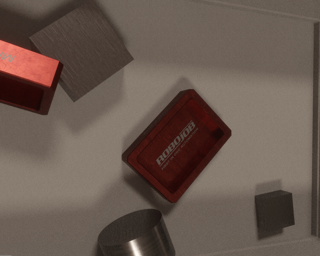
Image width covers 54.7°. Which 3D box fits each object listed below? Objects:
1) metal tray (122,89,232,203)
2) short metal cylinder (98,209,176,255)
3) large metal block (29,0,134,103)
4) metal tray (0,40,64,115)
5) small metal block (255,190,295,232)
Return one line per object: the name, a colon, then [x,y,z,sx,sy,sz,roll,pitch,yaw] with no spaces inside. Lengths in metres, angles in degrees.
metal tray: [0.025,0.023,0.418,0.090,0.030,0.130,46,76,-15]
short metal cylinder: [-0.028,0.140,0.372,0.081,0.080,0.050,-22,98,-19]
large metal block: [-0.092,-0.087,0.364,0.080,0.050,0.080,-40,103,-16]
metal tray: [-0.171,-0.057,0.310,0.131,0.090,0.030,18,69,-20]
small metal block: [0.177,0.127,0.478,0.050,0.025,0.050,-7,93,-20]
